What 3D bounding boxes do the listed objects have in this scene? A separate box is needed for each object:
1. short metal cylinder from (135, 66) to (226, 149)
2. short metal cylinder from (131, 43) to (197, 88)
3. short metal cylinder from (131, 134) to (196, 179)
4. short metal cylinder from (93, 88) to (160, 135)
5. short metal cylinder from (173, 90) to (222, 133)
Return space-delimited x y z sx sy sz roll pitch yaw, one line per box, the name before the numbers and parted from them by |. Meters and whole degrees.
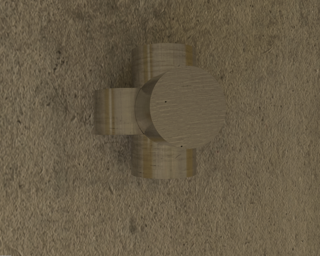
short metal cylinder | 0.020 -0.020 0.320 0.081 0.050 0.079 0 90 -21
short metal cylinder | 0.005 -0.070 0.384 0.081 0.080 0.050 -2 91 -20
short metal cylinder | 0.005 0.031 0.384 0.081 0.080 0.050 0 90 -20
short metal cylinder | -0.038 -0.018 0.368 0.081 0.080 0.050 -1 91 -20
short metal cylinder | 0.039 -0.019 0.396 0.081 0.080 0.050 0 91 -20
